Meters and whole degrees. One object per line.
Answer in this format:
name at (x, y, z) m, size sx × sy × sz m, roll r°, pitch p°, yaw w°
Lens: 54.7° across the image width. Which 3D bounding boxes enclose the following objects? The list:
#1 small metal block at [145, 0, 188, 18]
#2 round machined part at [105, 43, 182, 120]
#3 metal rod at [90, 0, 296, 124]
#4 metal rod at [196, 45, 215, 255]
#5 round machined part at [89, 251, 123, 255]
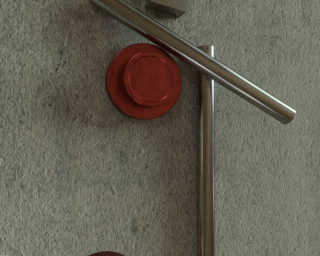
small metal block at (0.011, -0.182, 0.413) m, size 0.050 × 0.025 × 0.050 m, roll 9°, pitch 87°, yaw -20°
round machined part at (-0.017, -0.059, 0.394) m, size 0.099 × 0.042 × 0.097 m, roll 0°, pitch 90°, yaw -20°
metal rod at (0.049, -0.090, 0.403) m, size 0.301 × 0.025 × 0.025 m, roll 30°, pitch 80°, yaw -9°
metal rod at (0.064, 0.037, 0.432) m, size 0.025 × 0.025 × 0.298 m, roll 0°, pitch 90°, yaw -20°
round machined part at (-0.067, 0.206, 0.376) m, size 0.099 × 0.042 × 0.097 m, roll 0°, pitch 90°, yaw -20°
